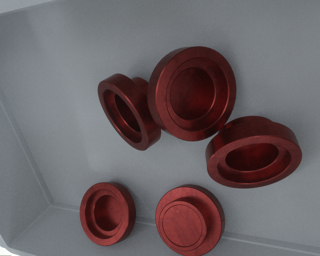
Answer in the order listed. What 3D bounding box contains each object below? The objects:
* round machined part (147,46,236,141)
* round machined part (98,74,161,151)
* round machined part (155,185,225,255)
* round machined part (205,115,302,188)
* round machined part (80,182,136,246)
[{"bbox_3d":[0.031,-0.037,0.335,0.042,0.099,0.098,23,138,60],"label":"round machined part"},{"bbox_3d":[-0.030,-0.024,0.382,0.098,0.042,0.097,41,152,28],"label":"round machined part"},{"bbox_3d":[0.038,0.131,0.432,0.098,0.042,0.097,0,89,24],"label":"round machined part"},{"bbox_3d":[0.099,0.024,0.342,0.099,0.042,0.097,-1,139,0],"label":"round machined part"},{"bbox_3d":[-0.079,0.137,0.505,0.098,0.042,0.097,-4,82,28],"label":"round machined part"}]
